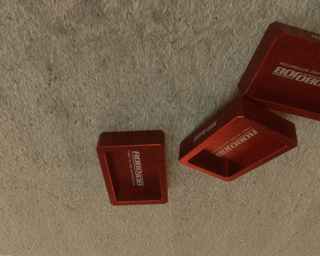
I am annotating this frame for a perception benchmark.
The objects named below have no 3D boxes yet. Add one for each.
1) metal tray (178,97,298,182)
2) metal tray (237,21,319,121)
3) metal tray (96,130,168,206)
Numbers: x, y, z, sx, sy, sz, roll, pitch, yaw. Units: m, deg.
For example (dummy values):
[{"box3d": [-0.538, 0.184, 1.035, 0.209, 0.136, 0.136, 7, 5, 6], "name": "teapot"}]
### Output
[{"box3d": [0.095, 0.022, 0.401, 0.091, 0.030, 0.129, 23, 141, -19], "name": "metal tray"}, {"box3d": [0.168, -0.059, 0.355, 0.131, 0.030, 0.089, 12, 129, -11], "name": "metal tray"}, {"box3d": [-0.036, 0.063, 0.456, 0.091, 0.030, 0.129, -3, 130, 2], "name": "metal tray"}]
